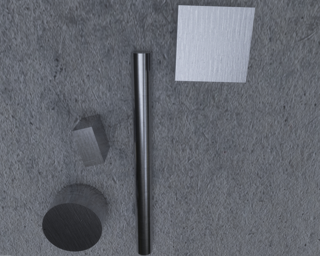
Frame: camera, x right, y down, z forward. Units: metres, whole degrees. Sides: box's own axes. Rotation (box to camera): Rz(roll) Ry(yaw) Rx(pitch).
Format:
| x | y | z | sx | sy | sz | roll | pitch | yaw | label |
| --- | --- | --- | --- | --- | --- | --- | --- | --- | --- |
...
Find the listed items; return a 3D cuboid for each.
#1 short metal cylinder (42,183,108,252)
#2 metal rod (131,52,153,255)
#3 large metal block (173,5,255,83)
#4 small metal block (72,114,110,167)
| x | y | z | sx | sy | sz | roll | pitch | yaw | label |
| --- | --- | --- | --- | --- | --- | --- | --- | --- | --- |
| -0.119 | 0.127 | 0.442 | 0.081 | 0.050 | 0.079 | 0 | 110 | 0 | short metal cylinder |
| -0.023 | 0.048 | 0.427 | 0.025 | 0.025 | 0.298 | 0 | 110 | 0 | metal rod |
| 0.058 | -0.099 | 0.361 | 0.081 | 0.050 | 0.079 | 1 | 110 | -1 | large metal block |
| -0.088 | 0.015 | 0.401 | 0.025 | 0.050 | 0.050 | -13 | 110 | 5 | small metal block |
